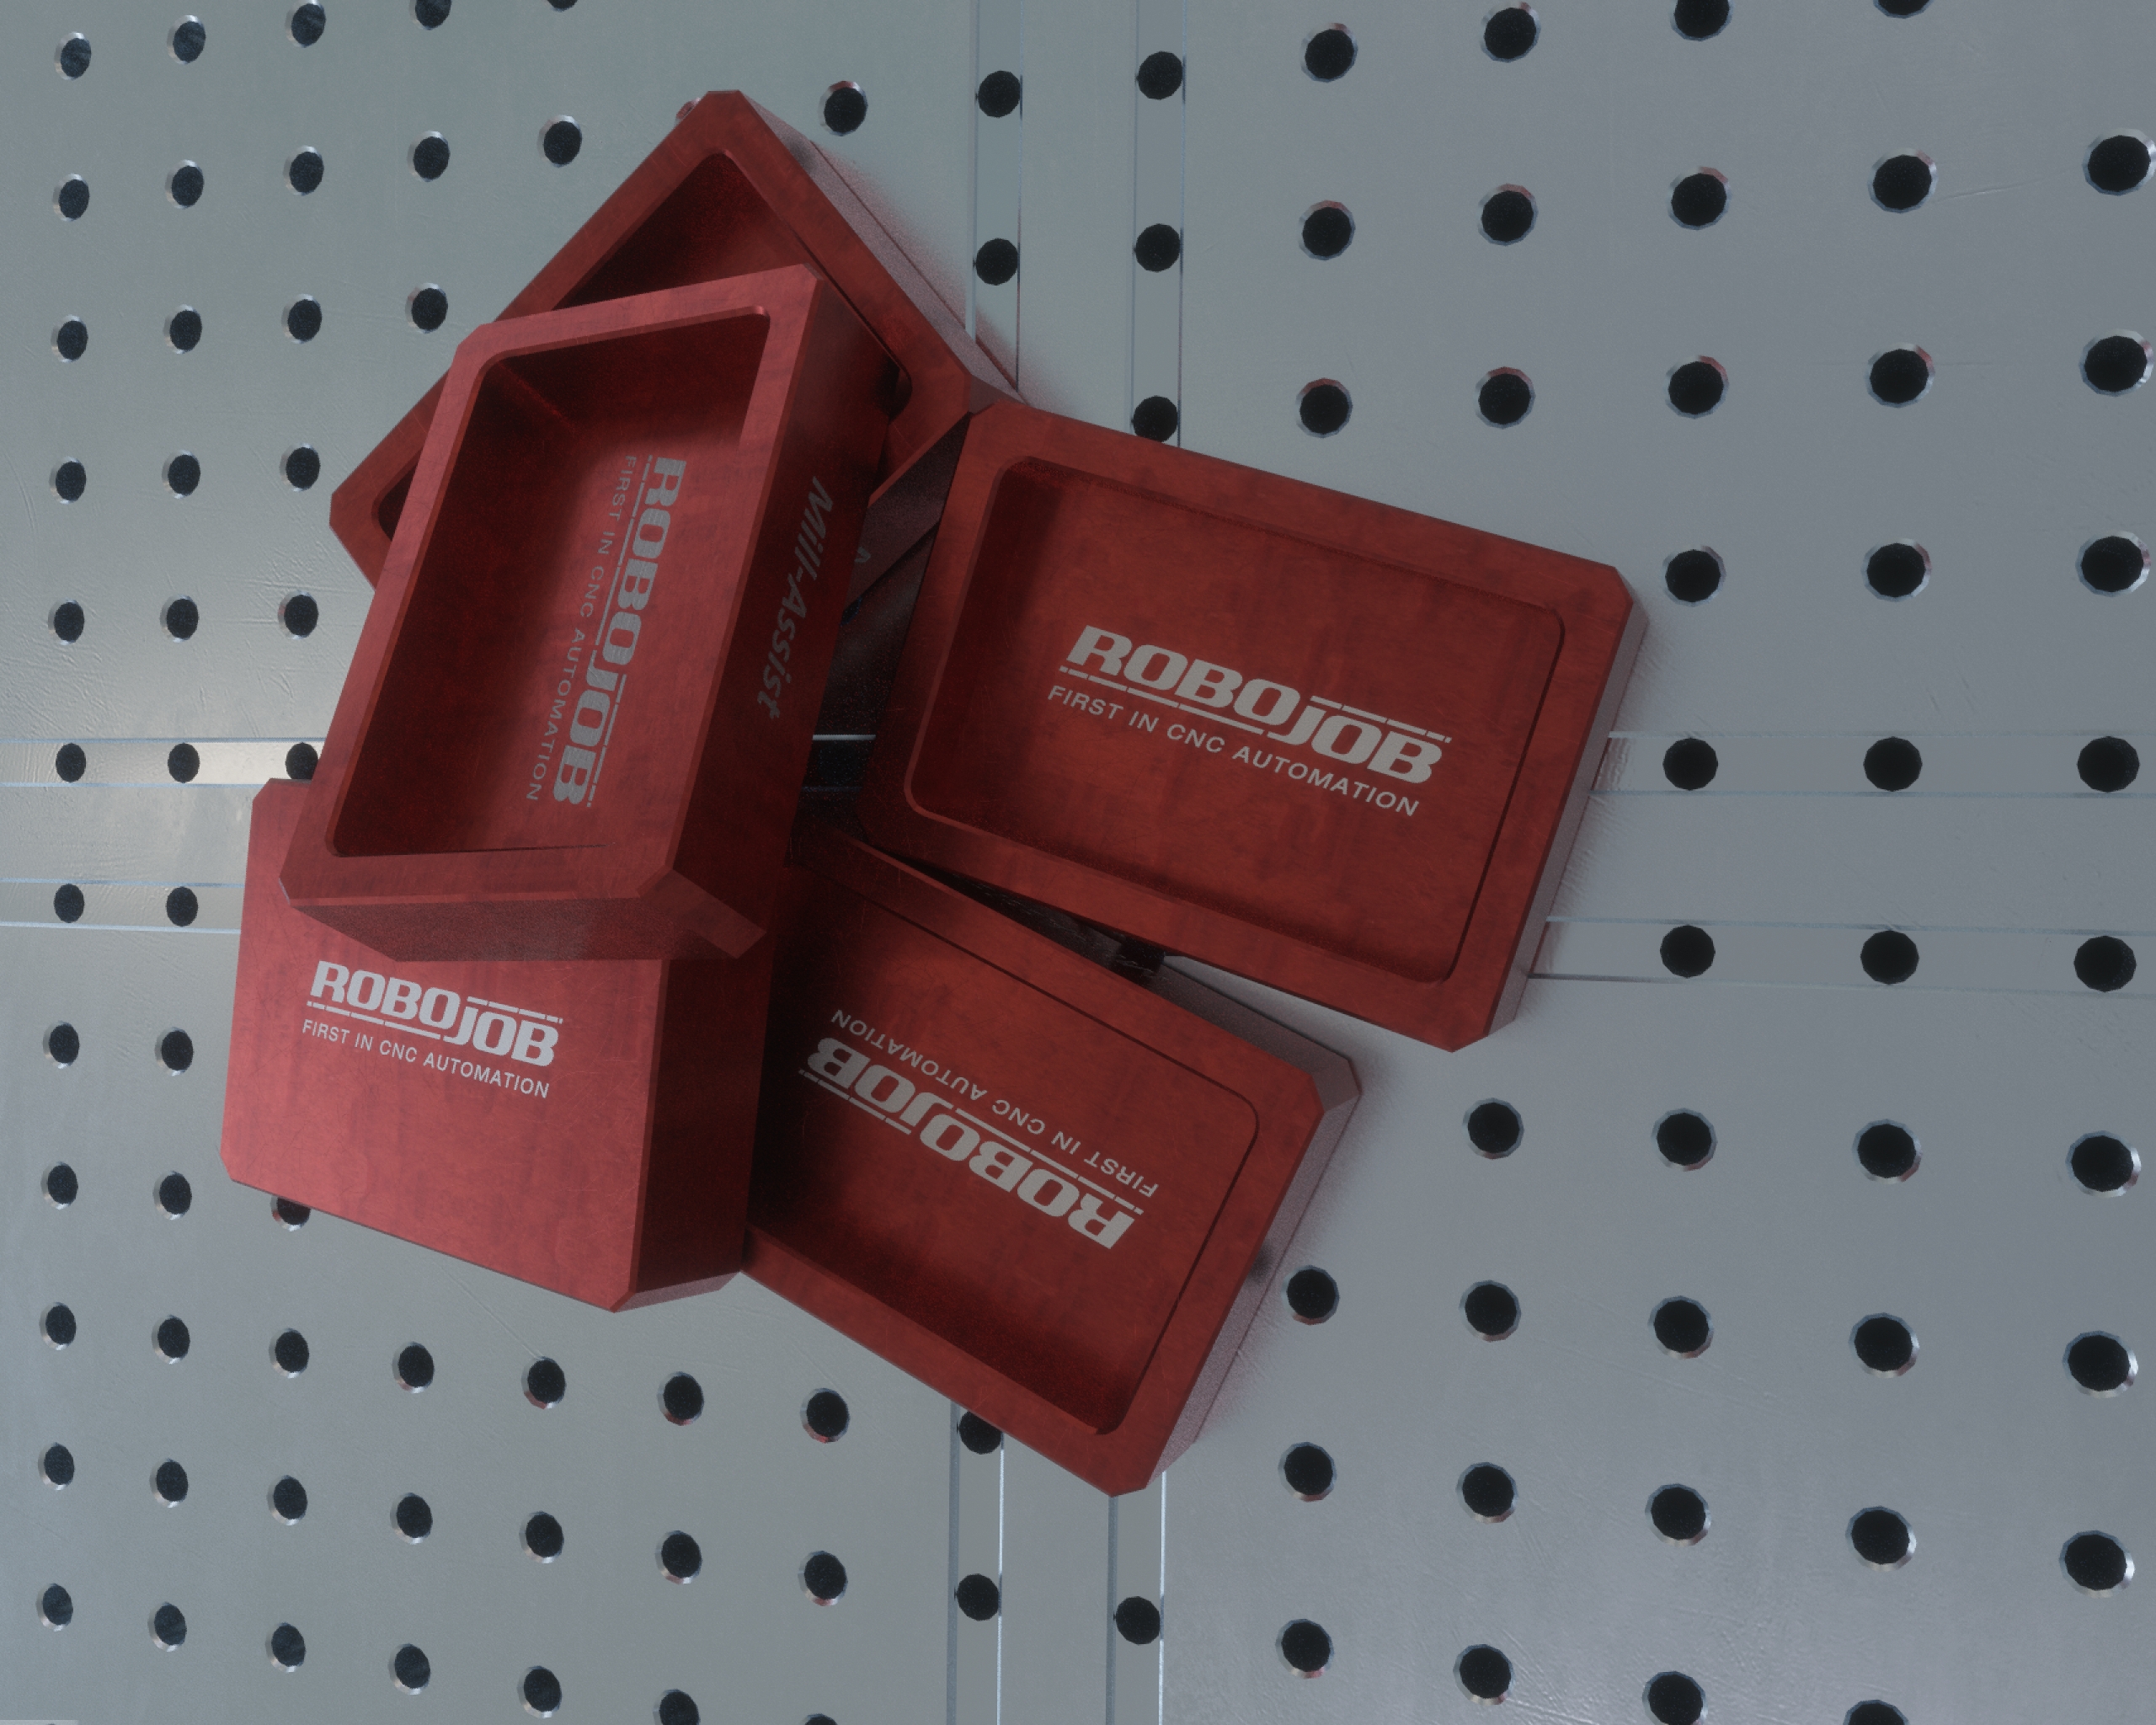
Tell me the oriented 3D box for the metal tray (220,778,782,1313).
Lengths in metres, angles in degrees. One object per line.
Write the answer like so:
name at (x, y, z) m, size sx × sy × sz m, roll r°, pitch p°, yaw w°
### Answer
metal tray at (-0.124, 0.033, 0.436) m, size 0.130 × 0.030 × 0.090 m, roll 8°, pitch 94°, yaw 34°

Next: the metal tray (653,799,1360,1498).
metal tray at (-0.022, 0.053, 0.417) m, size 0.130 × 0.030 × 0.090 m, roll 27°, pitch 99°, yaw 18°

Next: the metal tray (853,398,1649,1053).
metal tray at (0.031, -0.028, 0.398) m, size 0.130 × 0.030 × 0.090 m, roll 19°, pitch 97°, yaw 18°

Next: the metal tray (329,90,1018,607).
metal tray at (-0.086, -0.083, 0.440) m, size 0.130 × 0.030 × 0.090 m, roll -41°, pitch 76°, yaw 15°

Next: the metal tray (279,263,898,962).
metal tray at (-0.091, -0.047, 0.397) m, size 0.090 × 0.030 × 0.130 m, roll -2°, pitch 65°, yaw 27°
